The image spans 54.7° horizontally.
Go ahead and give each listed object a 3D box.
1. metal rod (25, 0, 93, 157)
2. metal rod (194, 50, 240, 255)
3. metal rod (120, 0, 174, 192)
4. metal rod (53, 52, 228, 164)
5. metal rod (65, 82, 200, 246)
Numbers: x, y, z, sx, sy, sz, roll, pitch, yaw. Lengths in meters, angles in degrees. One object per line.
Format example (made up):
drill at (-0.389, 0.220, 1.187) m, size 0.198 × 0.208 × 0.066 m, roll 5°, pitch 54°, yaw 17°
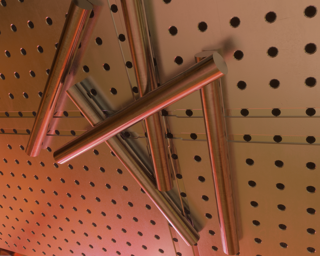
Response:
metal rod at (-0.159, -0.053, 0.459) m, size 0.025 × 0.025 × 0.298 m, roll 38°, pitch 129°, yaw 2°
metal rod at (0.078, 0.051, 0.400) m, size 0.025 × 0.025 × 0.298 m, roll 2°, pitch 120°, yaw 27°
metal rod at (-0.014, -0.044, 0.389) m, size 0.025 × 0.025 × 0.298 m, roll 5°, pitch 121°, yaw 25°
metal rod at (-0.048, -0.010, 0.394) m, size 0.299 × 0.025 × 0.025 m, roll -27°, pitch 104°, yaw 37°
metal rod at (-0.035, 0.060, 0.465) m, size 0.025 × 0.025 × 0.299 m, roll -29°, pitch 103°, yaw 37°
